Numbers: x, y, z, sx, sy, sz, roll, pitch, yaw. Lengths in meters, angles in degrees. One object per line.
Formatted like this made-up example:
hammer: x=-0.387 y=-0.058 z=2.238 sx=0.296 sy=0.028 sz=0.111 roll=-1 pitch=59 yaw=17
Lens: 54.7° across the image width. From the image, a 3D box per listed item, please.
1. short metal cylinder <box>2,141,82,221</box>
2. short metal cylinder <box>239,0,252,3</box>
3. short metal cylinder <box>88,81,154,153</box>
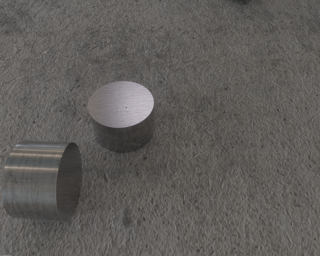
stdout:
short metal cylinder: x=-0.118 y=0.054 z=0.322 sx=0.050 sy=0.080 sz=0.080 roll=2 pitch=50 yaw=2
short metal cylinder: x=0.168 y=-0.300 z=0.620 sx=0.050 sy=0.080 sz=0.080 roll=30 pitch=56 yaw=22
short metal cylinder: x=-0.048 y=-0.015 z=0.399 sx=0.080 sy=0.050 sz=0.080 roll=0 pitch=50 yaw=0
